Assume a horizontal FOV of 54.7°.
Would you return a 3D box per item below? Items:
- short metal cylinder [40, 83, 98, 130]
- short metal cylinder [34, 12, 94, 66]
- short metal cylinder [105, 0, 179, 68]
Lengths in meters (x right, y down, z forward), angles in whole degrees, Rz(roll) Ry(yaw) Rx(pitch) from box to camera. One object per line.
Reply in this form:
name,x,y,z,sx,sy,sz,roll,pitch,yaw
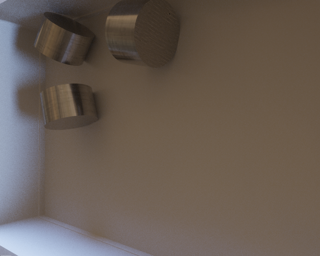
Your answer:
short metal cylinder,-0.143,-0.032,0.486,0.080,0.081,0.050,-20,77,38
short metal cylinder,-0.152,-0.142,0.494,0.080,0.081,0.050,44,117,30
short metal cylinder,-0.021,-0.118,0.386,0.050,0.081,0.079,17,101,38
